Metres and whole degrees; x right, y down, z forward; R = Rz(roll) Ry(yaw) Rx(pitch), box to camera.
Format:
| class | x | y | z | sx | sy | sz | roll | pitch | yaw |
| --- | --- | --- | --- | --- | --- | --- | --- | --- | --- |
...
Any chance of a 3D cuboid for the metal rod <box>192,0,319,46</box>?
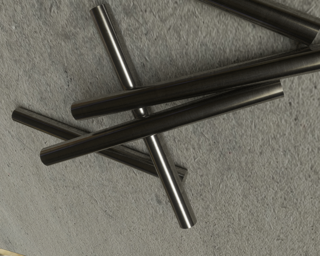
| class | x | y | z | sx | sy | sz | roll | pitch | yaw |
| --- | --- | --- | --- | --- | --- | --- | --- | --- | --- |
| metal rod | 0.009 | -0.151 | 0.308 | 0.301 | 0.025 | 0.025 | 26 | 128 | 11 |

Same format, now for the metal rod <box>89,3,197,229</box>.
| class | x | y | z | sx | sy | sz | roll | pitch | yaw |
| --- | --- | --- | --- | --- | --- | --- | --- | --- | --- |
| metal rod | -0.016 | -0.004 | 0.392 | 0.025 | 0.025 | 0.299 | -13 | 106 | 33 |

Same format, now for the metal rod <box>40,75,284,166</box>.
| class | x | y | z | sx | sy | sz | roll | pitch | yaw |
| --- | --- | --- | --- | --- | --- | --- | --- | --- | --- |
| metal rod | -0.013 | -0.003 | 0.363 | 0.301 | 0.025 | 0.025 | -17 | 110 | 18 |

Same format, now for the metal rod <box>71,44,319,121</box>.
| class | x | y | z | sx | sy | sz | roll | pitch | yaw |
| --- | --- | --- | --- | --- | --- | --- | --- | --- | --- |
| metal rod | 0.035 | -0.045 | 0.329 | 0.301 | 0.025 | 0.025 | -10 | 114 | 22 |

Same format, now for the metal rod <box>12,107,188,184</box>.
| class | x | y | z | sx | sy | sz | roll | pitch | yaw |
| --- | --- | --- | --- | --- | --- | --- | --- | --- | --- |
| metal rod | -0.102 | 0.024 | 0.475 | 0.301 | 0.025 | 0.025 | 19 | 126 | 17 |
